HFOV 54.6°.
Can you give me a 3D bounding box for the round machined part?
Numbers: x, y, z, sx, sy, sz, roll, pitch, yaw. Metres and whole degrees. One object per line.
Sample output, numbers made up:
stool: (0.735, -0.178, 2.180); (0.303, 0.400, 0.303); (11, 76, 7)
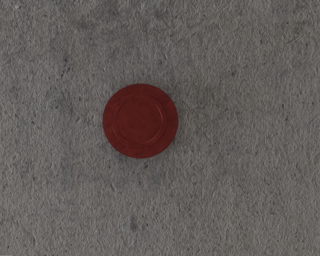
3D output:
round machined part: (-0.026, -0.009, 0.401); (0.099, 0.042, 0.097); (0, 90, 0)
